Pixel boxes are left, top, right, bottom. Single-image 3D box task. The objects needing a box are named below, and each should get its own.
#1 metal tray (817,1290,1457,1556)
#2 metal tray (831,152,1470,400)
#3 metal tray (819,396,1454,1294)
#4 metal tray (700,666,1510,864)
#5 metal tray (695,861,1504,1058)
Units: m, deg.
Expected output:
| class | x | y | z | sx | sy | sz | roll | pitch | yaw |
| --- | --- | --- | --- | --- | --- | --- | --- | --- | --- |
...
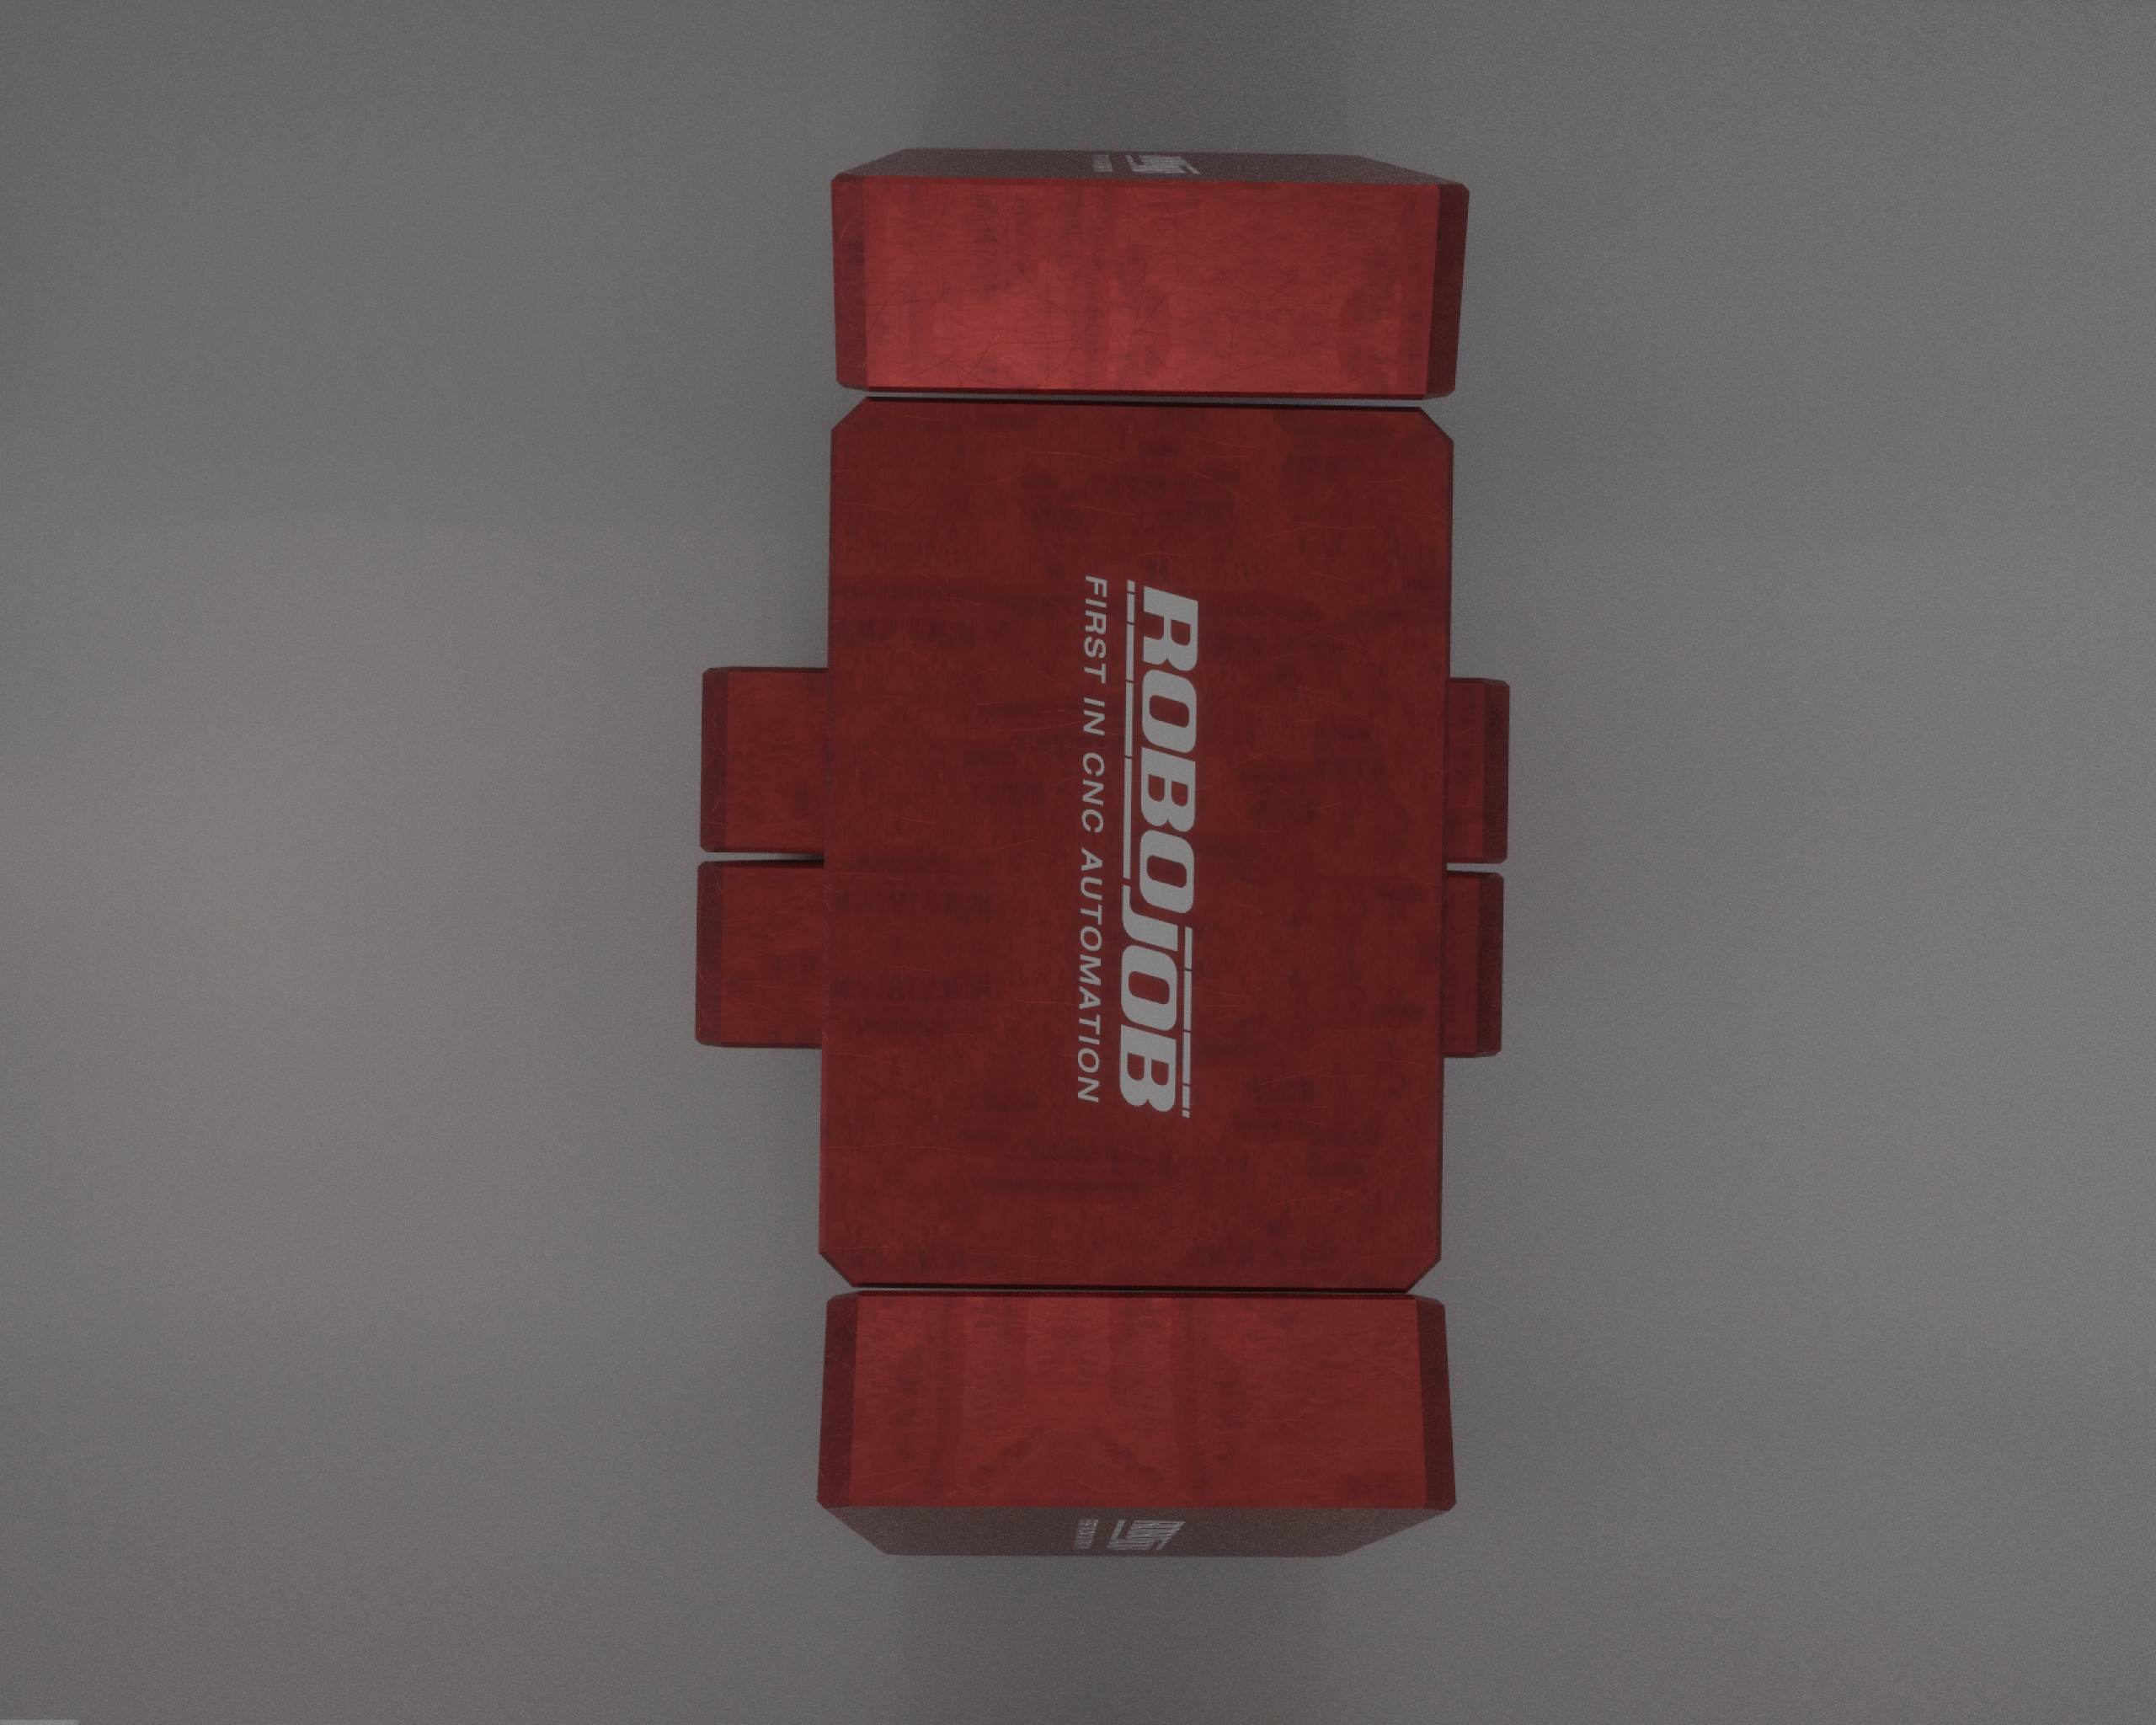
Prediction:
| class | x | y | z | sx | sy | sz | roll | pitch | yaw |
| --- | --- | --- | --- | --- | --- | --- | --- | --- | --- |
| metal tray | 0.008 | 0.099 | 0.356 | 0.091 | 0.130 | 0.030 | 0 | 69 | -1 |
| metal tray | 0.010 | -0.104 | 0.357 | 0.091 | 0.130 | 0.030 | 1 | 111 | 0 |
| metal tray | 0.008 | -0.002 | 0.317 | 0.091 | 0.030 | 0.129 | 1 | 90 | -1 |
| metal tray | 0.005 | -0.016 | 0.378 | 0.131 | 0.090 | 0.030 | 1 | 90 | 0 |
| metal tray | 0.004 | 0.015 | 0.378 | 0.131 | 0.090 | 0.030 | 1 | 90 | 0 |
